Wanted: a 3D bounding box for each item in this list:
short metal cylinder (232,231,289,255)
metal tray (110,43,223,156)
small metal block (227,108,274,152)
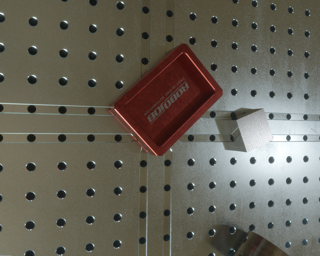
[{"bbox_3d":[0.147,0.192,0.438,0.080,0.080,0.050,42,77,-15],"label":"short metal cylinder"},{"bbox_3d":[0.011,-0.038,0.413,0.130,0.030,0.090,-44,104,-15],"label":"metal tray"},{"bbox_3d":[0.135,0.003,0.462,0.050,0.025,0.050,-22,98,-19],"label":"small metal block"}]
